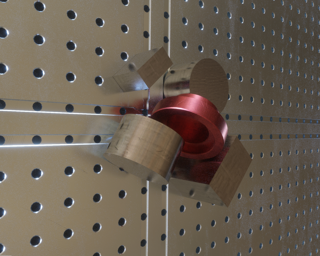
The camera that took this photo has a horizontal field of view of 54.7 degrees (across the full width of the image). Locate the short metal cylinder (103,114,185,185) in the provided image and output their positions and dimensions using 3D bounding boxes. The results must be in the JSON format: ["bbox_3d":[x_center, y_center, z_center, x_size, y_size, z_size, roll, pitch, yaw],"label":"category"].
[{"bbox_3d":[-0.018,0.026,0.360,0.080,0.080,0.050,38,67,-34],"label":"short metal cylinder"}]

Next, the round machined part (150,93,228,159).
[{"bbox_3d":[0.038,-0.006,0.396,0.098,0.098,0.042,49,49,-30],"label":"round machined part"}]

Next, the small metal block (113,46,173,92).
[{"bbox_3d":[-0.021,-0.070,0.377,0.050,0.050,0.025,-50,120,-29],"label":"small metal block"}]

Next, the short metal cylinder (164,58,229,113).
[{"bbox_3d":[0.052,-0.054,0.438,0.081,0.050,0.079,0,90,-40],"label":"short metal cylinder"}]

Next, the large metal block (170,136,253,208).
[{"bbox_3d":[0.068,0.056,0.434,0.050,0.080,0.080,51,60,-28],"label":"large metal block"}]
